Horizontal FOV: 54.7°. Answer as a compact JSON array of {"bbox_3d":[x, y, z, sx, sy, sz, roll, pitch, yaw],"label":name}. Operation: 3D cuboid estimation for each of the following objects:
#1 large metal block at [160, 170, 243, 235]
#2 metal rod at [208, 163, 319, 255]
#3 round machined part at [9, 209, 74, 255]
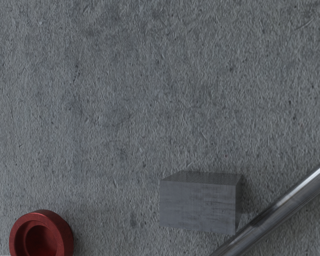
[{"bbox_3d":[0.051,0.082,0.361,0.080,0.080,0.050,1,90,19],"label":"large metal block"},{"bbox_3d":[0.109,0.128,0.370,0.299,0.025,0.025,-46,76,14],"label":"metal rod"},{"bbox_3d":[-0.169,0.169,0.458,0.098,0.042,0.097,0,90,19],"label":"round machined part"}]
